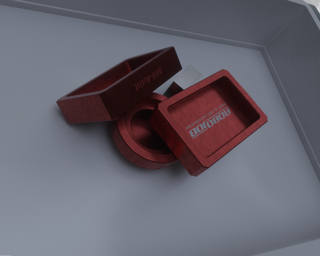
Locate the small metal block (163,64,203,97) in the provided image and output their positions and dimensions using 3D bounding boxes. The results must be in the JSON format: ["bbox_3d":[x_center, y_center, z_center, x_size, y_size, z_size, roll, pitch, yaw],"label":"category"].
[{"bbox_3d":[0.029,-0.056,0.438,0.025,0.050,0.050,40,49,-2],"label":"small metal block"}]

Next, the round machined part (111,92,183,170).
[{"bbox_3d":[-0.014,0.006,0.384,0.099,0.042,0.098,14,56,-21],"label":"round machined part"}]

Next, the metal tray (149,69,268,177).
[{"bbox_3d":[0.063,-0.011,0.382,0.131,0.030,0.090,-31,78,-34],"label":"metal tray"}]

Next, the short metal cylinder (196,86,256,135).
[{"bbox_3d":[0.096,-0.023,0.455,0.081,0.050,0.080,14,56,-21],"label":"short metal cylinder"}]

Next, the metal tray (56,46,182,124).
[{"bbox_3d":[-0.045,-0.052,0.369,0.131,0.090,0.030,-43,119,-40],"label":"metal tray"}]
